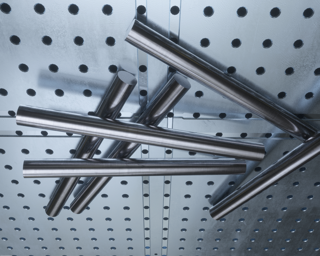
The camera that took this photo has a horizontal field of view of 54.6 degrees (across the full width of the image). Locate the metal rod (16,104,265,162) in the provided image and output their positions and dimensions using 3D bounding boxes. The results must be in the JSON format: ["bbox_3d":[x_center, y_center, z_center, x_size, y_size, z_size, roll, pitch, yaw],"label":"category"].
[{"bbox_3d":[-0.016,0.008,0.384,0.302,0.025,0.025,9,130,-9],"label":"metal rod"}]

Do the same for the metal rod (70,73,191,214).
[{"bbox_3d":[-0.057,0.039,0.444,0.025,0.025,0.299,27,125,-21],"label":"metal rod"}]

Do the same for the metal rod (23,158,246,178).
[{"bbox_3d":[-0.025,0.054,0.428,0.302,0.025,0.025,1,131,-13],"label":"metal rod"}]

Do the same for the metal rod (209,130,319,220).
[{"bbox_3d":[0.167,0.062,0.441,0.025,0.025,0.298,22,134,-18],"label":"metal rod"}]

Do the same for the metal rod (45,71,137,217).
[{"bbox_3d":[-0.110,0.041,0.445,0.025,0.025,0.298,23,126,-18],"label":"metal rod"}]

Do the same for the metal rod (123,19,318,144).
[{"bbox_3d":[0.095,-0.042,0.376,0.301,0.025,0.025,26,126,-20],"label":"metal rod"}]
